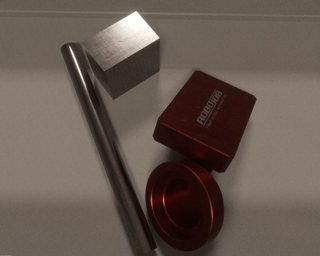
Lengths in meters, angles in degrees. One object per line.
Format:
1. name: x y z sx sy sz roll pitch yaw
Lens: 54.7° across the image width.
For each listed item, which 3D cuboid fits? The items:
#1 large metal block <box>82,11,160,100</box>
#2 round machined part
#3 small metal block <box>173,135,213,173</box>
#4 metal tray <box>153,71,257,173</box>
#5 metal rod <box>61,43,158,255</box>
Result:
1. large metal block: -0.048 -0.093 0.414 0.080 0.080 0.050 -34 74 -12
2. round machined part: 0.032 0.084 0.351 0.042 0.098 0.098 -5 64 -45
3. small metal block: 0.044 0.037 0.383 0.050 0.050 0.025 36 74 11
4. metal tray: 0.060 -0.015 0.382 0.090 0.030 0.131 27 43 9
5. metal rod: -0.073 0.014 0.403 0.025 0.025 0.299 -22 72 -8
